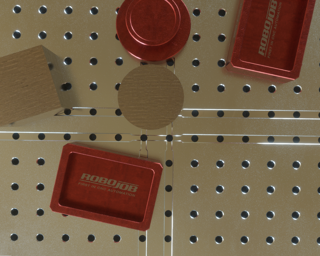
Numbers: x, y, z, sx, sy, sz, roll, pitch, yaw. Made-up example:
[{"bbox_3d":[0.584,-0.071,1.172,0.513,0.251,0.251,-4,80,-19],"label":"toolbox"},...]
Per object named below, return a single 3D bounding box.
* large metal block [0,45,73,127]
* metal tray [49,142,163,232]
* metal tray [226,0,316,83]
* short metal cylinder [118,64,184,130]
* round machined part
[{"bbox_3d":[-0.170,-0.051,0.399,0.080,0.050,0.080,-18,90,0],"label":"large metal block"},{"bbox_3d":[-0.069,0.076,0.410,0.131,0.030,0.089,13,90,0],"label":"metal tray"},{"bbox_3d":[0.147,-0.133,0.411,0.091,0.030,0.129,12,90,0],"label":"metal tray"},{"bbox_3d":[-0.011,-0.038,0.401,0.081,0.050,0.079,0,90,0],"label":"short metal cylinder"},{"bbox_3d":[-0.008,-0.136,0.405,0.099,0.042,0.097,0,90,0],"label":"round machined part"}]
